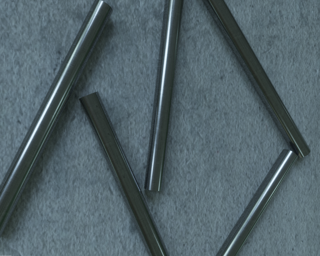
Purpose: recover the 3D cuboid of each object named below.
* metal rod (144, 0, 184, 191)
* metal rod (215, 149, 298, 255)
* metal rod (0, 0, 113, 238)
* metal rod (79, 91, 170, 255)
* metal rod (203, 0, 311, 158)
[{"bbox_3d":[0.008,-0.068,0.412,0.025,0.025,0.298,7,88,-20],"label":"metal rod"},{"bbox_3d":[0.116,0.157,0.453,0.025,0.025,0.300,41,77,-16],"label":"metal rod"},{"bbox_3d":[-0.130,-0.015,0.361,0.025,0.025,0.299,27,81,-19],"label":"metal rod"},{"bbox_3d":[-0.031,0.097,0.398,0.025,0.025,0.299,-25,99,-19],"label":"metal rod"},{"bbox_3d":[0.145,-0.080,0.464,0.025,0.025,0.299,-38,103,-16],"label":"metal rod"}]
